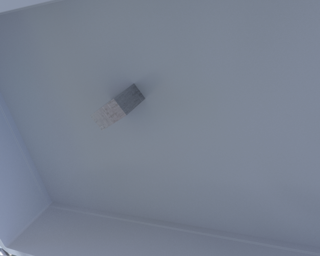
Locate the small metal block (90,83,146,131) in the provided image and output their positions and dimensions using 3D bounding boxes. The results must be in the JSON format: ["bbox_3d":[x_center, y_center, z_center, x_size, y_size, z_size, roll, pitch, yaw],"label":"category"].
[{"bbox_3d":[-0.054,-0.027,0.403,0.050,0.050,0.025,-29,103,37],"label":"small metal block"}]
